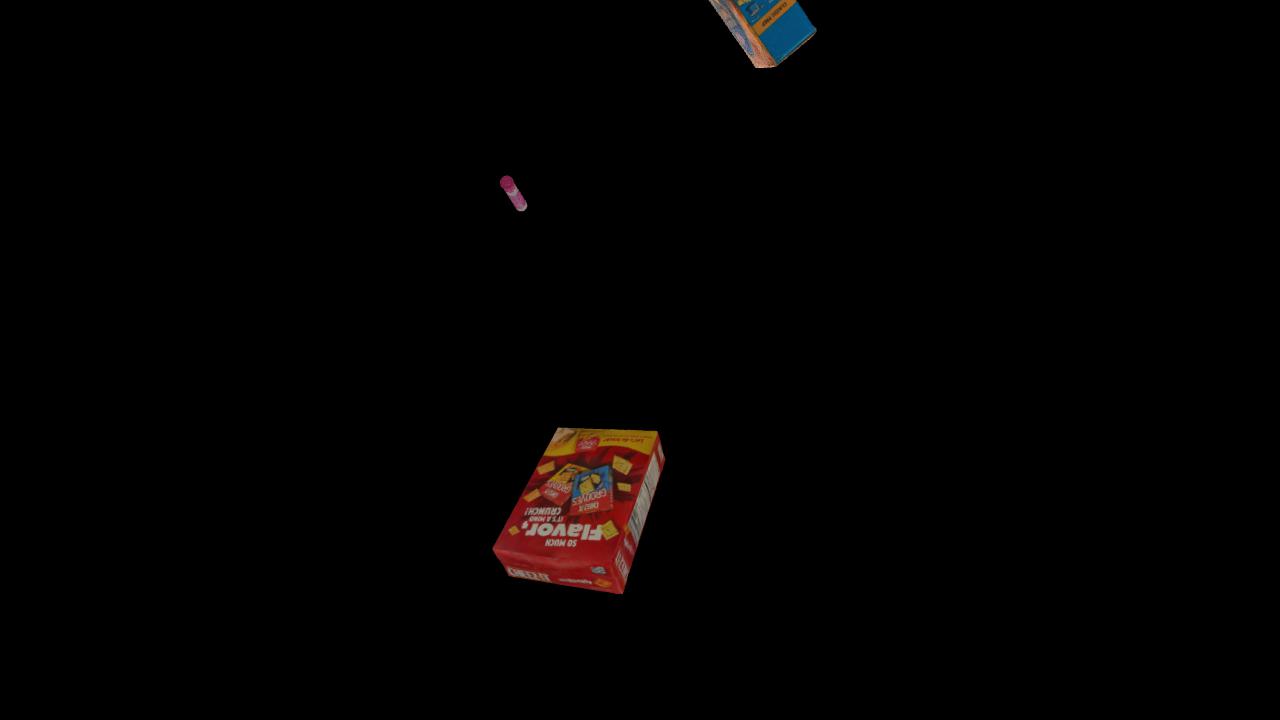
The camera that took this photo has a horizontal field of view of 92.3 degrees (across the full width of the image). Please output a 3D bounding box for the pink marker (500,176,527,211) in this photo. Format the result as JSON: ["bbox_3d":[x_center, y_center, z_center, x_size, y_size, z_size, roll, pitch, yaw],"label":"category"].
[{"bbox_3d":[-0.182,-0.239,0.886,0.020,0.020,0.121,0,-1,-1],"label":"pink marker"}]

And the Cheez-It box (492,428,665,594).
[{"bbox_3d":[-0.073,0.193,0.836,0.166,0.071,0.223,0,39,21],"label":"Cheez-It box"}]

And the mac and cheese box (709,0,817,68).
[{"bbox_3d":[0.049,-0.294,0.433,0.041,0.184,0.093,-38,18,15],"label":"mac and cheese box"}]
